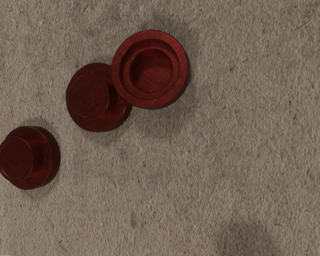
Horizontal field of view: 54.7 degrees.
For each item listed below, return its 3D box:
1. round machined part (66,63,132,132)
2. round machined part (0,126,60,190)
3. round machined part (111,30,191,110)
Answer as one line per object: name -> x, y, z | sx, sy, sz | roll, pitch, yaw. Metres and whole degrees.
round machined part -> -0.090, -0.042, 0.430 | 0.098, 0.042, 0.097 | 0, 90, 19
round machined part -> -0.206, 0.046, 0.470 | 0.098, 0.042, 0.097 | 0, 90, 19
round machined part -> -0.009, -0.072, 0.399 | 0.098, 0.042, 0.097 | 0, 88, 14
